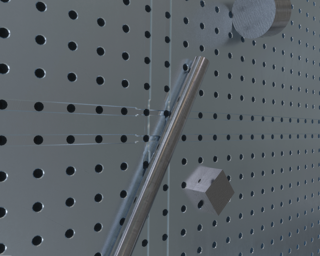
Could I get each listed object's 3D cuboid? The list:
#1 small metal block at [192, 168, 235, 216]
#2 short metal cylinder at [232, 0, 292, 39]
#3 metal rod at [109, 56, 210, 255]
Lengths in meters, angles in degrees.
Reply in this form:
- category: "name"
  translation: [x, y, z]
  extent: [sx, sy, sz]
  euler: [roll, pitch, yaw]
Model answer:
- category: "small metal block"
  translation: [0.084, 0.098, 0.481]
  extent: [0.050, 0.025, 0.050]
  euler: [-45, 117, -31]
- category: "short metal cylinder"
  translation: [0.167, -0.191, 0.514]
  extent: [0.050, 0.080, 0.079]
  euler: [-18, 102, -39]
- category: "metal rod"
  translation: [0.006, 0.031, 0.414]
  extent: [0.025, 0.025, 0.300]
  euler: [37, 68, -34]
